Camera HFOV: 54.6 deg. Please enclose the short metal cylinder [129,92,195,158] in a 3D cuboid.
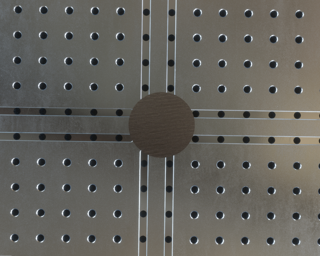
[{"bbox_3d":[0.002,-0.004,0.401,0.080,0.050,0.080,0,90,0],"label":"short metal cylinder"}]
